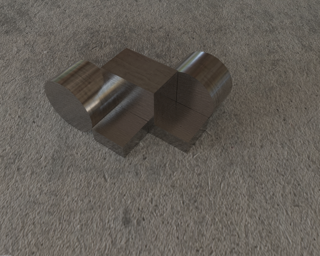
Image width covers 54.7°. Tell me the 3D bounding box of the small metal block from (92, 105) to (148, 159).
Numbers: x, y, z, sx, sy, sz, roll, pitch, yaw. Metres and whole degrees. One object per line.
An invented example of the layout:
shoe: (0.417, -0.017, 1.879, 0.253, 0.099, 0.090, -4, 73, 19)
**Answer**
small metal block: (-0.051, 0.004, 0.401, 0.050, 0.025, 0.050, 28, 55, 22)

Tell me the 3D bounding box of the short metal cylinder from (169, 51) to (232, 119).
short metal cylinder: (0.049, -0.055, 0.415, 0.080, 0.080, 0.050, 29, 56, 22)

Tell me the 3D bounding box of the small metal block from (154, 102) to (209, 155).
small metal block: (0.028, -0.001, 0.406, 0.050, 0.025, 0.050, 28, 55, 22)

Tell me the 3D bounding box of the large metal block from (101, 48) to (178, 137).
large metal block: (-0.026, -0.047, 0.409, 0.080, 0.080, 0.050, 28, 55, 21)

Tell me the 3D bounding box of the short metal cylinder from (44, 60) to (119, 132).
short metal cylinder: (-0.101, -0.041, 0.403, 0.080, 0.080, 0.050, 28, 56, 21)
